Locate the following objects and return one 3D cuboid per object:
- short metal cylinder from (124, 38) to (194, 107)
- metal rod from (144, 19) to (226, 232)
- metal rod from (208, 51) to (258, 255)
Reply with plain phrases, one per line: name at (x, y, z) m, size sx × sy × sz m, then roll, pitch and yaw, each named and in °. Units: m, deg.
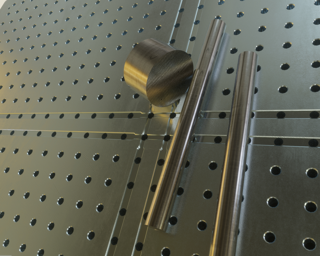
short metal cylinder at (-0.001, -0.075, 0.420) m, size 0.080 × 0.080 × 0.050 m, roll -48°, pitch 51°, yaw -6°
metal rod at (0.040, -0.020, 0.399) m, size 0.025 × 0.025 × 0.300 m, roll 5°, pitch 64°, yaw 30°
metal rod at (0.082, 0.040, 0.341) m, size 0.025 × 0.025 × 0.300 m, roll 0°, pitch 62°, yaw 28°
